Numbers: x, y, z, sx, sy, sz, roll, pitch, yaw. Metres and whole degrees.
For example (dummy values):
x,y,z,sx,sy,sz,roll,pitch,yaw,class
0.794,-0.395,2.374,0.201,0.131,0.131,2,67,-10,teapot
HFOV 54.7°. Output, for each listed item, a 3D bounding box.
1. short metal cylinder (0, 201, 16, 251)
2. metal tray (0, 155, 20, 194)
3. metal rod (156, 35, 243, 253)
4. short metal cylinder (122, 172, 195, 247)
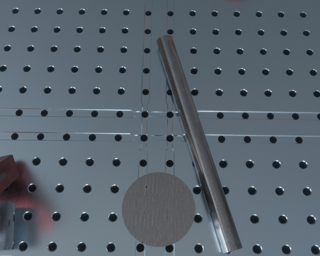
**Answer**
x,y,z,sx,sy,sz,roll,pitch,yaw,class
-0.204,0.112,0.340,0.081,0.080,0.050,-6,70,-2,short metal cylinder
-0.219,0.068,0.331,0.091,0.130,0.030,-14,100,-5,metal tray
0.045,0.006,0.409,0.025,0.025,0.299,-14,71,-5,metal rod
-0.001,0.096,0.363,0.081,0.050,0.080,0,70,0,short metal cylinder
